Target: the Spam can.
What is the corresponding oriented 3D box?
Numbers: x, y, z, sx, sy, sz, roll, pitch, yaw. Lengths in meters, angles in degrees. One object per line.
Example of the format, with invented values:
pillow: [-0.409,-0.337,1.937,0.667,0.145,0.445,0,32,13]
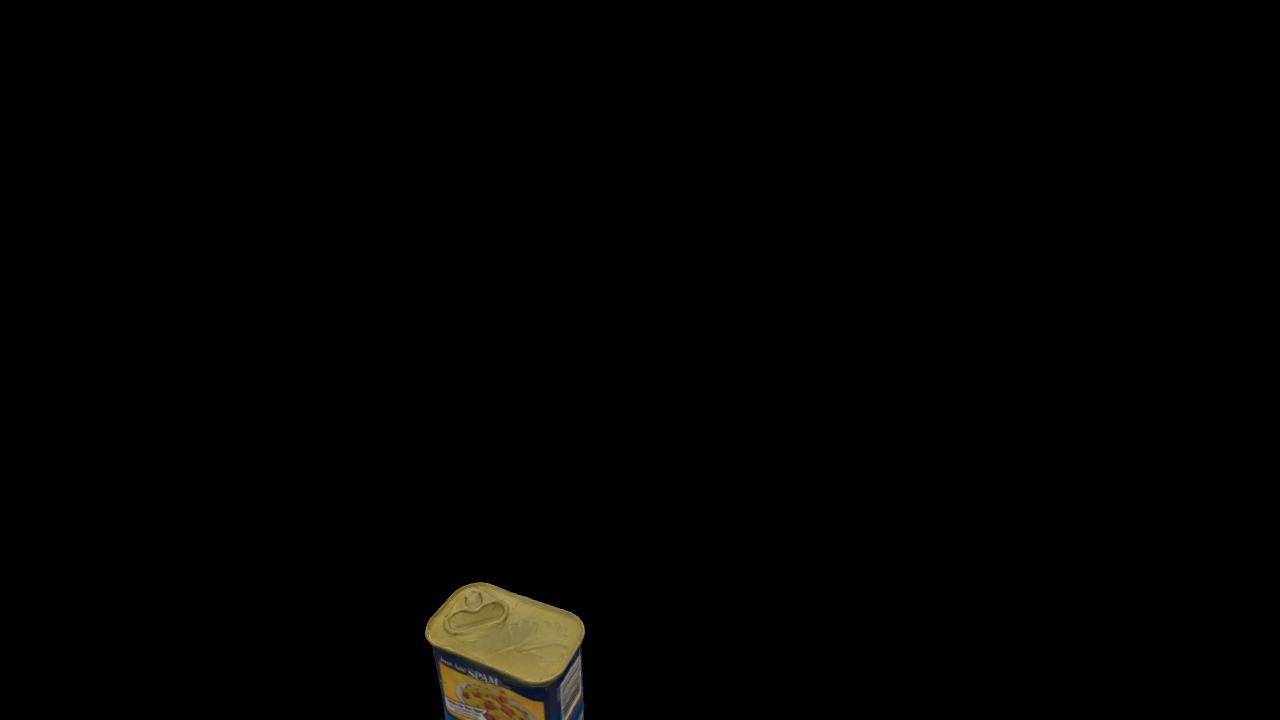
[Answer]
Spam can: [-0.087,0.210,0.412,0.101,0.085,0.058,10,25,21]
